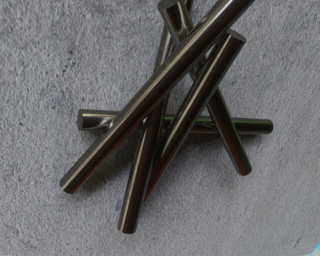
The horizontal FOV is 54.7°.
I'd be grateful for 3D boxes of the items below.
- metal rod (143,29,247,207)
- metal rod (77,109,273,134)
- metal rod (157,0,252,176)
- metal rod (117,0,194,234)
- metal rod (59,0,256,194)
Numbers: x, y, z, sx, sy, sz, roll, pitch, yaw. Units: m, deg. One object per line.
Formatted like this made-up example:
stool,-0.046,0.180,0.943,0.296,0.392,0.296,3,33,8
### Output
metal rod,0.013,0.019,0.380,0.025,0.025,0.298,5,130,-31
metal rod,0.041,-0.006,0.425,0.303,0.025,0.025,2,118,-29
metal rod,0.071,-0.027,0.391,0.025,0.025,0.300,-37,132,-3
metal rod,-0.008,-0.011,0.365,0.025,0.025,0.298,5,106,-31
metal rod,-0.018,-0.026,0.330,0.025,0.025,0.299,26,119,-37
